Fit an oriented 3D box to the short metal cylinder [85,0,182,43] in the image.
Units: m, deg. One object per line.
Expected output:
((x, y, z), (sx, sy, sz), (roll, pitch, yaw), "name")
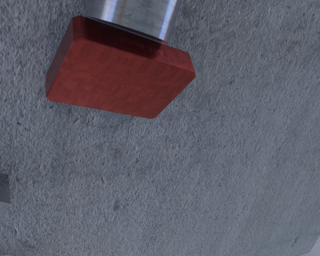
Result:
((-0.023, -0.114, 0.284), (0.081, 0.080, 0.050), (10, 104, -33), "short metal cylinder")

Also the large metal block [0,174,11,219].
((-0.218, 0.085, 0.324), (0.080, 0.050, 0.080), (27, 104, -38), "large metal block")

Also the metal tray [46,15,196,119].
((-0.040, -0.054, 0.322), (0.131, 0.030, 0.090), (9, 144, -33), "metal tray")
